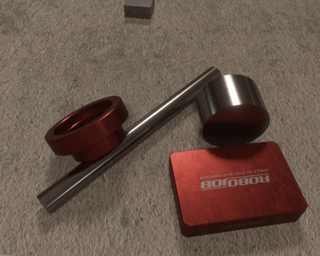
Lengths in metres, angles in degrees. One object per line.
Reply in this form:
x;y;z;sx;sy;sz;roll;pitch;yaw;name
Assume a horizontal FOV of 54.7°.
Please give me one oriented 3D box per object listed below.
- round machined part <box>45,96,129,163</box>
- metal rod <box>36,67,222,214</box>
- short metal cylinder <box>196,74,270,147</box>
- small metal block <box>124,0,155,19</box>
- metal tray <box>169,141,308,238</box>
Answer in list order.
-0.081;0.004;0.368;0.098;0.042;0.098;-22;22;10;round machined part
-0.021;0.000;0.402;0.025;0.025;0.302;37;58;26;metal rod
0.089;-0.020;0.385;0.081;0.080;0.050;-3;50;-3;short metal cylinder
-0.039;-0.238;0.603;0.050;0.025;0.050;7;50;5;small metal block
0.081;0.065;0.347;0.131;0.030;0.090;-6;50;-6;metal tray
